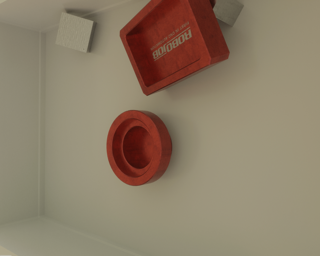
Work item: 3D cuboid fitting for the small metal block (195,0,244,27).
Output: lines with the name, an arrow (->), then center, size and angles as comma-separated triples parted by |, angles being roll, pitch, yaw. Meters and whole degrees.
small metal block -> 0.056, -0.140, 0.343 | 0.050, 0.050, 0.025 | 41, 115, 32

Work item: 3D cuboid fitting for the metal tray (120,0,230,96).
metal tray -> 0.009, -0.097, 0.354 | 0.130, 0.030, 0.090 | -17, 96, 56

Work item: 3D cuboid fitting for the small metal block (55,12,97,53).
small metal block -> -0.134, -0.153, 0.497 | 0.050, 0.025, 0.050 | 16, 104, -3

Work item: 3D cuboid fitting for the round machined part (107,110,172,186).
round machined part -> -0.023, 0.025, 0.413 | 0.098, 0.042, 0.097 | 0, 90, 39
